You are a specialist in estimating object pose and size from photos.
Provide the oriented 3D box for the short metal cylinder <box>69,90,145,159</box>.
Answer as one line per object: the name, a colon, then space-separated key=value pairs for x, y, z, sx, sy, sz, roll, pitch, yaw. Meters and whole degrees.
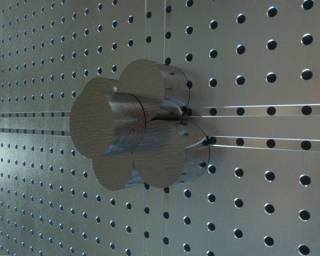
short metal cylinder: x=-0.065 y=-0.005 z=0.377 sx=0.080 sy=0.050 sz=0.079 roll=2 pitch=92 yaw=39

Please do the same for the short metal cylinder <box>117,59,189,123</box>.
short metal cylinder: x=-0.010 y=-0.045 z=0.398 sx=0.080 sy=0.050 sz=0.079 roll=0 pitch=90 yaw=39

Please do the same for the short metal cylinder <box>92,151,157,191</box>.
short metal cylinder: x=-0.048 y=0.043 z=0.430 sx=0.080 sy=0.050 sz=0.079 roll=0 pitch=90 yaw=39

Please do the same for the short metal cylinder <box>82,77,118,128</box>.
short metal cylinder: x=-0.071 y=-0.031 z=0.449 sx=0.080 sy=0.050 sz=0.079 roll=0 pitch=90 yaw=39

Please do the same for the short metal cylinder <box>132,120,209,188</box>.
short metal cylinder: x=0.013 y=0.030 z=0.380 sx=0.080 sy=0.050 sz=0.079 roll=0 pitch=90 yaw=39
